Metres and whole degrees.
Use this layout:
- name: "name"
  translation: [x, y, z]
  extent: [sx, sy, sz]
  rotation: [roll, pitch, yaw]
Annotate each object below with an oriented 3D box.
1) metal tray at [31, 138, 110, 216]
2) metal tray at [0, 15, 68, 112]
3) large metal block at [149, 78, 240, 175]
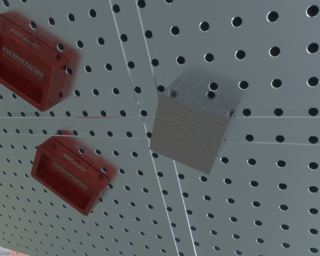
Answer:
- name: "metal tray"
  translation: [-0.161, 0.088, 0.547]
  extent: [0.130, 0.030, 0.089]
  rotation: [35, 129, 4]
- name: "metal tray"
  translation: [-0.205, -0.095, 0.457]
  extent: [0.130, 0.030, 0.089]
  rotation: [34, 129, 6]
- name: "large metal block"
  translation: [0.039, -0.002, 0.373]
  extent: [0.080, 0.050, 0.079]
  rotation: [23, 127, 14]
